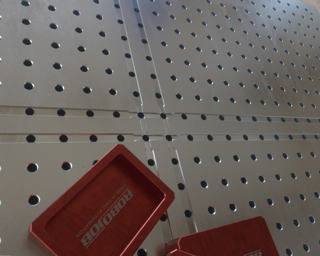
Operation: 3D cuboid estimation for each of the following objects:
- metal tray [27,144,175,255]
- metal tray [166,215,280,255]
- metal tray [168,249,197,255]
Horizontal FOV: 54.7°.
[{"bbox_3d":[-0.055,0.088,0.322,0.090,0.030,0.131,43,51,1],"label":"metal tray"},{"bbox_3d":[0.080,0.159,0.353,0.131,0.030,0.090,-3,63,-30],"label":"metal tray"},{"bbox_3d":[0.032,0.188,0.276,0.090,0.030,0.130,19,65,3],"label":"metal tray"}]
